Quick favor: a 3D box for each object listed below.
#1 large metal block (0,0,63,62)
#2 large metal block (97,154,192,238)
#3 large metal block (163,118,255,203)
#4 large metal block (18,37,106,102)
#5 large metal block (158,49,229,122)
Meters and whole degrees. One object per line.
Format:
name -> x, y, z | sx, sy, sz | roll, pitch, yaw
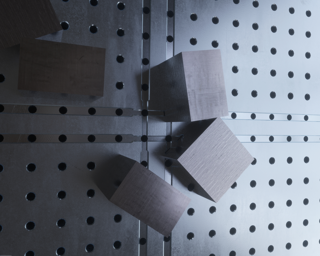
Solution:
large metal block -> -0.163, -0.126, 0.339 | 0.080, 0.050, 0.080 | -26, 99, -18
large metal block -> -0.022, 0.078, 0.375 | 0.080, 0.080, 0.050 | 37, 78, -16
large metal block -> 0.066, 0.040, 0.423 | 0.080, 0.050, 0.080 | -45, 104, -14
large metal block -> -0.109, -0.059, 0.343 | 0.081, 0.080, 0.050 | 3, 89, -20
large metal block -> 0.040, -0.051, 0.398 | 0.050, 0.080, 0.080 | -9, 93, -20
